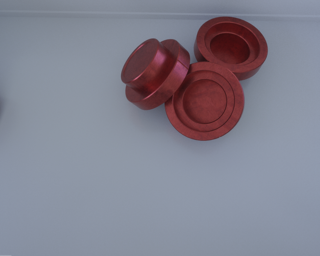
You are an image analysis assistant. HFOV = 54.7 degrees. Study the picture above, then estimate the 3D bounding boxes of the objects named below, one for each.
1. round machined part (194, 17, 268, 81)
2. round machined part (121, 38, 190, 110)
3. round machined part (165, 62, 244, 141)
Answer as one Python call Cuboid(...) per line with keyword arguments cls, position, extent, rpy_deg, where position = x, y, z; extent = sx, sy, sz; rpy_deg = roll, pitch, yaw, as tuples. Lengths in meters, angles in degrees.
Cuboid(cls="round machined part", position=(0.096, -0.106, 0.435), extent=(0.099, 0.042, 0.098), rpy_deg=(3, 63, -5))
Cuboid(cls="round machined part", position=(-0.012, -0.075, 0.397), extent=(0.042, 0.098, 0.098), rpy_deg=(35, 67, -33))
Cuboid(cls="round machined part", position=(0.059, -0.034, 0.400), extent=(0.098, 0.042, 0.097), rpy_deg=(1, 92, 17))
